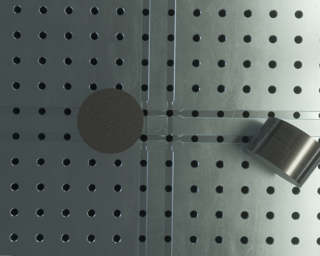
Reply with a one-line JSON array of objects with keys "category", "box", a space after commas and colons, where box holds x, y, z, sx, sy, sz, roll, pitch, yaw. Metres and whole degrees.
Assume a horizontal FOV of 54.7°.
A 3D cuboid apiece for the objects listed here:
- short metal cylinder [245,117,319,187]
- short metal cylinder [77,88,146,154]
[{"category": "short metal cylinder", "box": [0.155, 0.030, 0.387, 0.080, 0.080, 0.050, 37, 90, 0]}, {"category": "short metal cylinder", "box": [-0.060, -0.009, 0.400, 0.081, 0.050, 0.079, 0, 90, 0]}]
